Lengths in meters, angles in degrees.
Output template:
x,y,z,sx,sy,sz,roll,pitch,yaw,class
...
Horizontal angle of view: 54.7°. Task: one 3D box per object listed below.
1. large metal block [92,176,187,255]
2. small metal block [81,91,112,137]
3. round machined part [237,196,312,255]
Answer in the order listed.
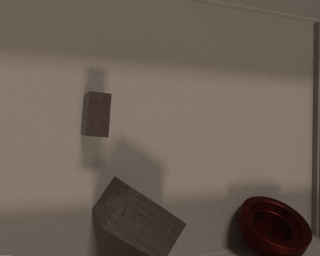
x,y,z,sx,sy,sz,roll,pitch,yaw,class
-0.028,0.106,0.372,0.080,0.080,0.050,37,78,-17,large metal block
-0.077,-0.015,0.369,0.025,0.050,0.050,5,89,-20,small metal block
0.157,0.146,0.440,0.099,0.098,0.042,2,119,-20,round machined part
